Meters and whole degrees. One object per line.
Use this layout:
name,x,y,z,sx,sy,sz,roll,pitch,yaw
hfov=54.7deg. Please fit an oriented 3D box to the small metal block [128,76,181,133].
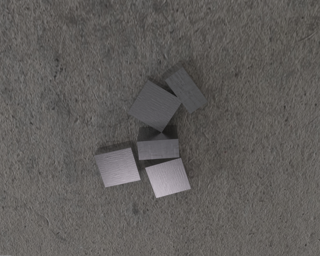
small metal block,-0.006,-0.031,0.398,0.050,0.025,0.050,30,107,-11

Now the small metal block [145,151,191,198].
small metal block,0.011,0.064,0.434,0.050,0.025,0.050,-16,110,6

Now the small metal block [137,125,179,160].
small metal block,-0.002,0.018,0.403,0.050,0.050,0.025,-4,110,1

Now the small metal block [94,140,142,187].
small metal block,-0.057,0.049,0.427,0.050,0.025,0.050,-13,110,4

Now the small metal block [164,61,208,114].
small metal block,0.030,-0.051,0.378,0.025,0.050,0.050,-35,107,12
